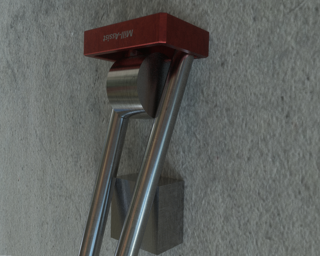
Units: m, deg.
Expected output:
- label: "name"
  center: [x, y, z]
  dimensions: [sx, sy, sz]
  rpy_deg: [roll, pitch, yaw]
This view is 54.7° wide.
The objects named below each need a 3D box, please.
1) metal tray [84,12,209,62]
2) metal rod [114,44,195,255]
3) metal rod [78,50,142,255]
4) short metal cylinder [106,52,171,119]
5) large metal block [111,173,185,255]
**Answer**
- label: "metal tray"
  center: [-0.018, -0.102, 0.377]
  dimensions: [0.130, 0.091, 0.030]
  rpy_deg: [3, 92, 39]
- label: "metal rod"
  center: [-0.010, 0.045, 0.352]
  dimensions: [0.025, 0.025, 0.299]
  rpy_deg: [11, 82, 39]
- label: "metal rod"
  center: [-0.064, 0.042, 0.397]
  dimensions: [0.025, 0.025, 0.299]
  rpy_deg: [3, 76, 39]
- label: "short metal cylinder"
  center: [-0.019, -0.051, 0.385]
  dimensions: [0.050, 0.081, 0.079]
  rpy_deg: [3, 92, 39]
- label: "large metal block"
  center: [-0.017, 0.105, 0.399]
  dimensions: [0.080, 0.050, 0.079]
  rpy_deg: [2, 92, 39]
